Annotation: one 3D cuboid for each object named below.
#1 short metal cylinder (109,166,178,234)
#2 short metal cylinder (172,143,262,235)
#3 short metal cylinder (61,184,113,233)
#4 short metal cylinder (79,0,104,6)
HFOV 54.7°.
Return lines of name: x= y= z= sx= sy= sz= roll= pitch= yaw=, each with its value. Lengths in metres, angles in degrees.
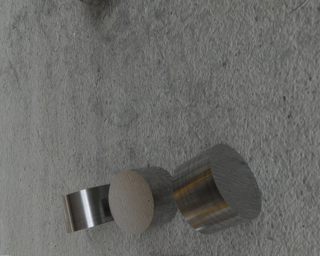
short metal cylinder: x=-0.022 y=0.092 z=0.407 sx=0.080 sy=0.050 sz=0.080 roll=0 pitch=90 yaw=40
short metal cylinder: x=0.059 y=0.063 z=0.320 sx=0.050 sy=0.081 sz=0.080 roll=-35 pitch=68 yaw=34
short metal cylinder: x=-0.099 y=0.116 z=0.451 sx=0.080 sy=0.081 sz=0.050 roll=-25 pitch=74 yaw=37
short metal cylinder: x=-0.105 y=-0.229 z=0.456 sx=0.050 sy=0.081 sz=0.080 roll=-37 pitch=67 yaw=34
